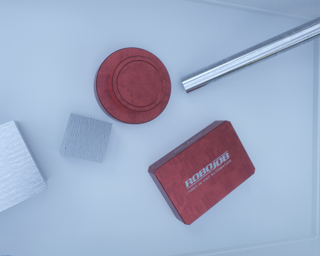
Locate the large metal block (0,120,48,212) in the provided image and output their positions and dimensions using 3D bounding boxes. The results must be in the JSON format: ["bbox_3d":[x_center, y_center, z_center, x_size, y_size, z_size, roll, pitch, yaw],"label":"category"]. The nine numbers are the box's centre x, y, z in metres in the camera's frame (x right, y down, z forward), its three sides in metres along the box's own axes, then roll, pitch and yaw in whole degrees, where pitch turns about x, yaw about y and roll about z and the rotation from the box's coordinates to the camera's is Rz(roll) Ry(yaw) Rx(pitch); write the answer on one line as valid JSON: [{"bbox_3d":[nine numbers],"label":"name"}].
[{"bbox_3d":[-0.177,0.044,0.332,0.081,0.050,0.080,-26,99,-19],"label":"large metal block"}]

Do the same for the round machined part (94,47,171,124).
[{"bbox_3d":[-0.031,-0.053,0.391,0.099,0.042,0.097,0,90,-21],"label":"round machined part"}]

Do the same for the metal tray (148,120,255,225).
[{"bbox_3d":[0.060,0.059,0.432,0.131,0.030,0.090,-33,101,-17],"label":"metal tray"}]

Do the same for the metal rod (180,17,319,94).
[{"bbox_3d":[0.171,-0.116,0.412,0.301,0.025,0.025,-23,99,5],"label":"metal rod"}]

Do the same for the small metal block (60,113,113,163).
[{"bbox_3d":[-0.091,0.013,0.378,0.050,0.025,0.050,15,85,-20],"label":"small metal block"}]
